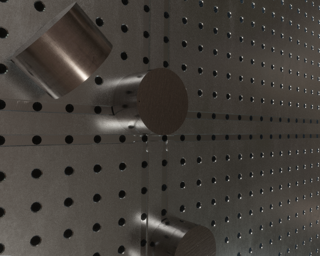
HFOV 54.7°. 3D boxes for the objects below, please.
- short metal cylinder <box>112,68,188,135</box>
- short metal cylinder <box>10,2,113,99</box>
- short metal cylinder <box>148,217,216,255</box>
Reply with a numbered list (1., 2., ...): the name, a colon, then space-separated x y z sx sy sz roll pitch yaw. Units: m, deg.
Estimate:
1. short metal cylinder: -0.011 -0.031 0.385 0.081 0.050 0.079 0 90 -40
2. short metal cylinder: -0.093 -0.074 0.297 0.050 0.080 0.080 49 61 -29
3. short metal cylinder: 0.031 0.168 0.421 0.081 0.050 0.079 0 90 -40
